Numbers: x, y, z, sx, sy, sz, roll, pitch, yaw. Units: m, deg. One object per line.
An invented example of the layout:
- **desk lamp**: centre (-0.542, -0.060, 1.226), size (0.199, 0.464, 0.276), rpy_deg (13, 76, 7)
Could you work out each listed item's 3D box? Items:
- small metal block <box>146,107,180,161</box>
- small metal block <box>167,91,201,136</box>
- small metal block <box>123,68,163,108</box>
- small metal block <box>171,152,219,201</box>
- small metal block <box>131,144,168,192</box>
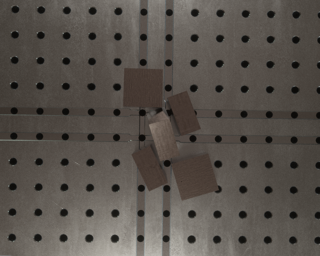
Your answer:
- **small metal block**: centre (0.003, 0.006, 0.394), size (0.025, 0.050, 0.050), rpy_deg (-16, 111, 0)
- **small metal block**: centre (0.029, -0.018, 0.401), size (0.025, 0.050, 0.050), rpy_deg (-20, 90, 0)
- **small metal block**: centre (-0.022, -0.052, 0.413), size (0.050, 0.025, 0.050), rpy_deg (2, 90, -1)
- **small metal block**: centre (0.046, 0.064, 0.414), size (0.050, 0.025, 0.050), rpy_deg (-16, 90, -1)
- **small metal block**: centre (-0.013, 0.049, 0.401), size (0.025, 0.050, 0.050), rpy_deg (-26, 90, 0)
